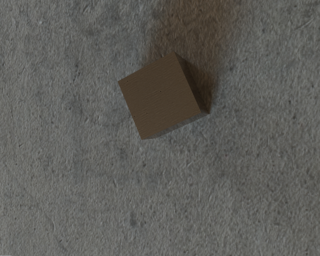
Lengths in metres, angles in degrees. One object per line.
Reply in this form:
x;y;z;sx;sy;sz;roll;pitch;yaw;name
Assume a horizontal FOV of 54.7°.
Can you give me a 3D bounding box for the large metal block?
0.005;-0.038;0.393;0.080;0.050;0.080;-25;82;18;large metal block
